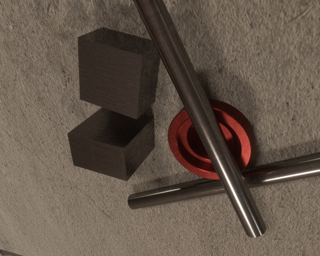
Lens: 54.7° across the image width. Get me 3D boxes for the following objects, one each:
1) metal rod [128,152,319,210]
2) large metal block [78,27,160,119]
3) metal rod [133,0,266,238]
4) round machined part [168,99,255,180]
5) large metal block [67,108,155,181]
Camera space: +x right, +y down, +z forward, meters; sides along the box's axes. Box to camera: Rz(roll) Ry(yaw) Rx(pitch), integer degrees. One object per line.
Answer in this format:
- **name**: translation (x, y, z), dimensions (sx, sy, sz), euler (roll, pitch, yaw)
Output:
- **metal rod**: translation (0.072, 0.077, 0.415), dimensions (0.300, 0.025, 0.025), euler (-20, 108, 35)
- **large metal block**: translation (-0.049, -0.067, 0.373), dimensions (0.080, 0.050, 0.079), euler (19, 126, 16)
- **metal rod**: translation (0.047, -0.007, 0.322), dimensions (0.025, 0.025, 0.299), euler (-16, 110, 34)
- **round machined part**: translation (0.062, 0.010, 0.368), dimensions (0.098, 0.042, 0.097), euler (13, 124, 20)
- **large metal block**: translation (-0.061, 0.017, 0.412), dimensions (0.080, 0.080, 0.050), euler (13, 124, 21)
